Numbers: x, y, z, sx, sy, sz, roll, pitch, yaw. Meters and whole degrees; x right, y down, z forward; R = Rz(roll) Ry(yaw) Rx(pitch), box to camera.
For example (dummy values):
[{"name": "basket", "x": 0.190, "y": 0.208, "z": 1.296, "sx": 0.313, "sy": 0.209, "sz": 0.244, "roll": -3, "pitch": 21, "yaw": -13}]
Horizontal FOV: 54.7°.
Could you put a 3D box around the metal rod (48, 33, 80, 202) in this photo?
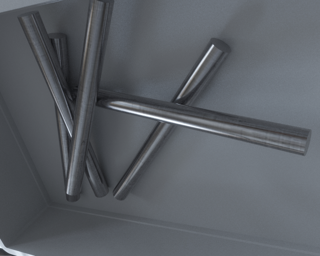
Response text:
[{"name": "metal rod", "x": -0.147, "y": 0.003, "z": 0.485, "sx": 0.025, "sy": 0.025, "sz": 0.298, "roll": 18, "pitch": 125, "yaw": 18}]

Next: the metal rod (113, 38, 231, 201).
[{"name": "metal rod", "x": -0.001, "y": 0.011, "z": 0.414, "sx": 0.025, "sy": 0.025, "sz": 0.298, "roll": 36, "pitch": 129, "yaw": 3}]

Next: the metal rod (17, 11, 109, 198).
[{"name": "metal rod", "x": -0.127, "y": -0.012, "z": 0.444, "sx": 0.025, "sy": 0.025, "sz": 0.298, "roll": 5, "pitch": 127, "yaw": 25}]

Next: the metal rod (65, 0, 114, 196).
[{"name": "metal rod", "x": -0.099, "y": -0.018, "z": 0.405, "sx": 0.025, "sy": 0.025, "sz": 0.298, "roll": 27, "pitch": 126, "yaw": 11}]

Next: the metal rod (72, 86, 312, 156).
[{"name": "metal rod", "x": 0.010, "y": -0.018, "z": 0.358, "sx": 0.300, "sy": 0.025, "sz": 0.025, "roll": 14, "pitch": 125, "yaw": 32}]
